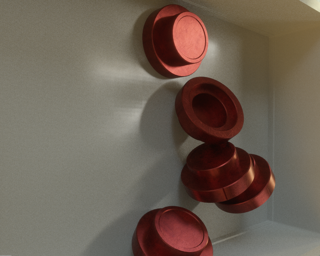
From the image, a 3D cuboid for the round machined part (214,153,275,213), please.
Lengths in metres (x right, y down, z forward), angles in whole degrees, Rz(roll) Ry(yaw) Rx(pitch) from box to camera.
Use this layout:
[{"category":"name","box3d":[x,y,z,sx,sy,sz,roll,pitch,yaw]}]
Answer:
[{"category":"round machined part","box3d":[0.114,0.073,0.457,0.098,0.098,0.042,-51,123,-28]}]

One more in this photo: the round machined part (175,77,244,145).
[{"category":"round machined part","box3d":[0.064,-0.020,0.434,0.099,0.042,0.098,13,57,-21]}]

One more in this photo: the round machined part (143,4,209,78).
[{"category":"round machined part","box3d":[0.028,-0.119,0.421,0.099,0.042,0.097,0,90,-40]}]

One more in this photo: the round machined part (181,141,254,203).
[{"category":"round machined part","box3d":[0.075,0.052,0.422,0.099,0.098,0.042,-40,120,-33]}]

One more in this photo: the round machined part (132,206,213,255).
[{"category":"round machined part","box3d":[0.019,0.134,0.374,0.099,0.098,0.042,-6,129,-40]}]
